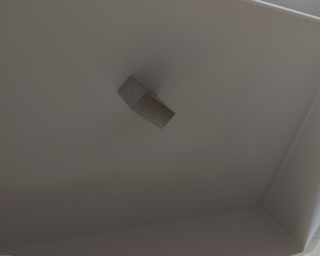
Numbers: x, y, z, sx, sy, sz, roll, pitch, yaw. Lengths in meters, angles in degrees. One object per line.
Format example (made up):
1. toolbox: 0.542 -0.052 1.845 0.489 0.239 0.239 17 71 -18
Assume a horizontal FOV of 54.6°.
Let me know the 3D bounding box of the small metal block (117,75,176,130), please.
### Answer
1. small metal block: -0.017 -0.030 0.364 0.050 0.050 0.025 33 100 -38
